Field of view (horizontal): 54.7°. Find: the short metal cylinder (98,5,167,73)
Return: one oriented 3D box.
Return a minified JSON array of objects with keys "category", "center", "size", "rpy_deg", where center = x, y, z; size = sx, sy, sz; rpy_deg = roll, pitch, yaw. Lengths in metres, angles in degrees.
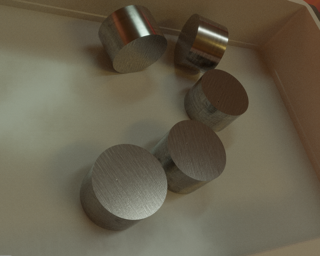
[{"category":"short metal cylinder","center":[-0.037,-0.120,0.425],"size":[0.081,0.080,0.050],"rpy_deg":[-15,70,-35]}]

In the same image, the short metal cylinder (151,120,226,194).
[{"category":"short metal cylinder","center":[0.035,0.037,0.388],"size":[0.081,0.050,0.080],"rpy_deg":[14,56,-21]}]

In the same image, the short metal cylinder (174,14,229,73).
[{"category":"short metal cylinder","center":[0.063,-0.131,0.486],"size":[0.050,0.080,0.080],"rpy_deg":[17,55,-19]}]

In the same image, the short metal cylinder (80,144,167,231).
[{"category":"short metal cylinder","center":[-0.039,0.064,0.331],"size":[0.081,0.050,0.080],"rpy_deg":[14,56,-21]}]

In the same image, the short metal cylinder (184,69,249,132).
[{"category":"short metal cylinder","center":[0.083,-0.040,0.461],"size":[0.081,0.050,0.080],"rpy_deg":[14,56,-21]}]
